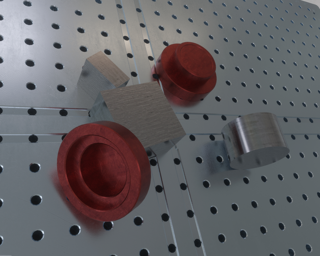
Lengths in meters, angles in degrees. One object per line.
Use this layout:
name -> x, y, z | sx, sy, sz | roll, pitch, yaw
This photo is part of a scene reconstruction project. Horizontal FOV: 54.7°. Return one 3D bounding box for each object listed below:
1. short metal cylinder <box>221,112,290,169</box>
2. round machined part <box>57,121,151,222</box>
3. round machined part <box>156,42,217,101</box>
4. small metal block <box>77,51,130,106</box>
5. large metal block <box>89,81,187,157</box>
short metal cylinder -> 0.131, 0.020, 0.431 | 0.081, 0.080, 0.050 | 4, 60, -26
round machined part -> -0.052, 0.040, 0.315 | 0.098, 0.098, 0.042 | 52, 26, 9
round machined part -> 0.047, -0.094, 0.479 | 0.099, 0.042, 0.098 | 13, 56, -21
small metal block -> -0.072, -0.059, 0.389 | 0.050, 0.050, 0.025 | 44, 51, 2
large metal block -> -0.028, -0.005, 0.380 | 0.081, 0.050, 0.080 | -16, 71, -35
